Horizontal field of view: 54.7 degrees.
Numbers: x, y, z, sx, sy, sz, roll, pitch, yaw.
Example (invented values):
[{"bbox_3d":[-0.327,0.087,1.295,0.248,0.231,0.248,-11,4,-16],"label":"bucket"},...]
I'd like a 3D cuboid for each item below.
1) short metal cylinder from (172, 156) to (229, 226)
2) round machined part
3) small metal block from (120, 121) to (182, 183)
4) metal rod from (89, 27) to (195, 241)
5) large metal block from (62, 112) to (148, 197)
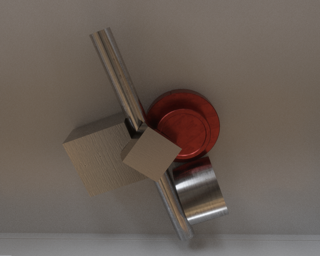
[{"bbox_3d":[0.054,0.083,0.412,0.050,0.080,0.080,-20,109,7],"label":"short metal cylinder"},{"bbox_3d":[0.029,0.002,0.401,0.099,0.042,0.097,0,110,-1],"label":"round machined part"},{"bbox_3d":[-0.011,0.028,0.368,0.050,0.025,0.050,34,95,-19],"label":"small metal block"},{"bbox_3d":[-0.015,0.022,0.395,0.025,0.025,0.299,-20,109,7],"label":"metal rod"},{"bbox_3d":[-0.066,0.032,0.405,0.080,0.050,0.080,-19,109,6],"label":"large metal block"}]
